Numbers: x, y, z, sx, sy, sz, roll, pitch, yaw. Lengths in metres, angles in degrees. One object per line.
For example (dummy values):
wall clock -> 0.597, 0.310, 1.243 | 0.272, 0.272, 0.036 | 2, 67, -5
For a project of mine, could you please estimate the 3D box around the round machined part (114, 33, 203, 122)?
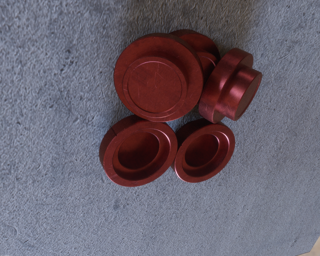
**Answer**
round machined part -> -0.003, -0.050, 0.336 | 0.099, 0.042, 0.097 | 3, 117, 7

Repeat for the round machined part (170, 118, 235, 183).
round machined part -> 0.055, 0.027, 0.446 | 0.099, 0.042, 0.097 | -14, 125, -21

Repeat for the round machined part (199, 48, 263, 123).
round machined part -> 0.094, -0.048, 0.393 | 0.098, 0.042, 0.097 | -46, 155, -28

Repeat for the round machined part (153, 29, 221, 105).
round machined part -> 0.034, -0.066, 0.376 | 0.099, 0.042, 0.097 | -14, 125, -21

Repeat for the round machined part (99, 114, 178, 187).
round machined part -> -0.030, 0.024, 0.397 | 0.099, 0.042, 0.097 | -14, 125, -21
